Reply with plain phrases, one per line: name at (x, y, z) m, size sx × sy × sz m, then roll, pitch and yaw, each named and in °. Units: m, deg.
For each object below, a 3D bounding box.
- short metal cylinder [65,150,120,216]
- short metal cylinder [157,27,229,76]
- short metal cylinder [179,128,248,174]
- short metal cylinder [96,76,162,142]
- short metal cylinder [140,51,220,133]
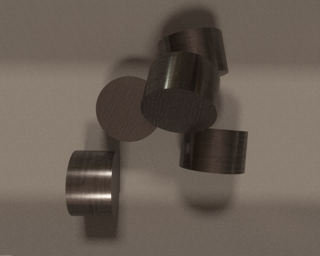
short metal cylinder at (-0.080, 0.068, 0.383) m, size 0.050 × 0.080 × 0.079 m, roll 1°, pitch 90°, yaw 0°
short metal cylinder at (0.040, -0.086, 0.384) m, size 0.080 × 0.080 × 0.050 m, roll -10°, pitch 90°, yaw 0°
short metal cylinder at (0.066, 0.026, 0.385) m, size 0.081 × 0.080 × 0.050 m, roll 5°, pitch 90°, yaw -1°
short metal cylinder at (-0.037, -0.023, 0.398) m, size 0.081 × 0.050 × 0.079 m, roll 0°, pitch 90°, yaw -1°
short metal cylinder at (0.023, -0.036, 0.337) m, size 0.080 × 0.080 × 0.050 m, roll 11°, pitch 58°, yaw -1°
